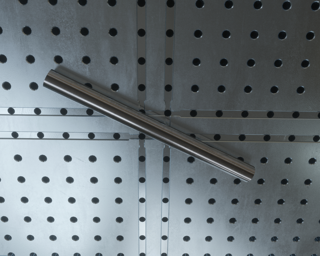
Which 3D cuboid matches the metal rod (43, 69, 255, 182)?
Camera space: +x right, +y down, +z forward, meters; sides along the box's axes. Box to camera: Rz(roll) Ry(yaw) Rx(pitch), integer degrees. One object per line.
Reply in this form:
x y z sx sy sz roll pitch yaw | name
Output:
-0.007 0.001 0.414 0.301 0.025 0.025 26 108 -10 | metal rod
